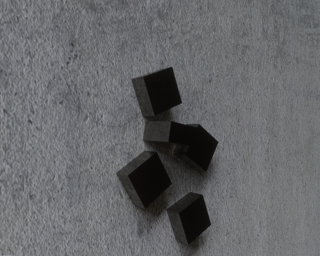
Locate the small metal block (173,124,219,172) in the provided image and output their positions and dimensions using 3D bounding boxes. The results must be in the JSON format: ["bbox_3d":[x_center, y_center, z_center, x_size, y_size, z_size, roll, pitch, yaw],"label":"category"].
[{"bbox_3d":[0.053,0.028,0.448,0.050,0.025,0.050,40,66,-33],"label":"small metal block"}]

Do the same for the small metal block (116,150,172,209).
[{"bbox_3d":[-0.019,0.064,0.389,0.050,0.025,0.050,-38,113,-33],"label":"small metal block"}]

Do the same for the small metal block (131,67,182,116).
[{"bbox_3d":[-0.003,-0.047,0.401,0.050,0.025,0.050,-27,107,-37],"label":"small metal block"}]

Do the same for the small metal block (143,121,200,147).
[{"bbox_3d":[0.015,0.008,0.400,0.050,0.050,0.025,13,82,-39],"label":"small metal block"}]

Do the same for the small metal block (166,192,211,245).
[{"bbox_3d":[0.042,0.127,0.440,0.050,0.025,0.050,-27,107,-37],"label":"small metal block"}]
